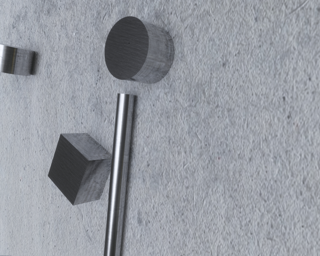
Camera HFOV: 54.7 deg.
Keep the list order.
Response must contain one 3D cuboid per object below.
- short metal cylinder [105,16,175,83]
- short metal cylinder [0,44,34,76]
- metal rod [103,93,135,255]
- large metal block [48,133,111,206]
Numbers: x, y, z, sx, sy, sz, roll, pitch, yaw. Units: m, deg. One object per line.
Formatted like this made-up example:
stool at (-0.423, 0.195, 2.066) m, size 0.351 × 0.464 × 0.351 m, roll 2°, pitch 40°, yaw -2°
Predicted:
short metal cylinder at (-0.028, -0.101, 0.412) m, size 0.080 × 0.050 × 0.080 m, roll 0°, pitch 90°, yaw 40°
short metal cylinder at (-0.296, -0.137, 0.613) m, size 0.080 × 0.081 × 0.050 m, roll 21°, pitch 104°, yaw 38°
metal rod at (-0.063, 0.099, 0.457) m, size 0.025 × 0.025 × 0.298 m, roll 9°, pitch 96°, yaw 39°
large metal block at (-0.127, 0.062, 0.493) m, size 0.080 × 0.050 × 0.079 m, roll 35°, pitch 111°, yaw 34°
